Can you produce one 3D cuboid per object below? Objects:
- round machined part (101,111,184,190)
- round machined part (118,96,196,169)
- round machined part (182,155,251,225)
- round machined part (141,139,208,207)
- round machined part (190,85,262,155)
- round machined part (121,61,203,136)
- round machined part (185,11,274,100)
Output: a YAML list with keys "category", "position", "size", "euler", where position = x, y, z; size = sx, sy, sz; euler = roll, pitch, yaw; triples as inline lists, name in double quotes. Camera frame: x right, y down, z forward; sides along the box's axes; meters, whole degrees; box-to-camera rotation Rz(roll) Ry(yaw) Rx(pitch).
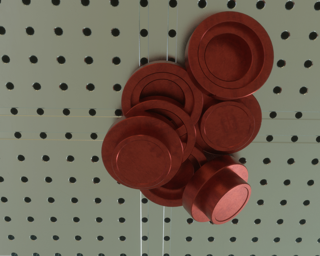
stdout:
- category: "round machined part"
  position: [-0.021, 0.032, 0.371]
  size: [0.099, 0.042, 0.097]
  euler: [0, 110, 0]
- category: "round machined part"
  position: [-0.004, 0.005, 0.406]
  size: [0.099, 0.042, 0.097]
  euler: [0, 110, 0]
- category: "round machined part"
  position: [0.081, 0.088, 0.411]
  size: [0.099, 0.042, 0.097]
  euler: [-20, 130, -26]
- category: "round machined part"
  position: [0.017, 0.055, 0.425]
  size: [0.099, 0.042, 0.097]
  euler: [0, 110, 0]
- category: "round machined part"
  position: [0.083, -0.008, 0.401]
  size: [0.099, 0.042, 0.097]
  euler: [0, 110, 0]
- category: "round machined part"
  position: [0.003, -0.036, 0.391]
  size: [0.099, 0.042, 0.097]
  euler: [0, 110, 0]
- category: "round machined part"
  position: [0.077, -0.081, 0.363]
  size: [0.099, 0.042, 0.097]
  euler: [0, 89, -7]
